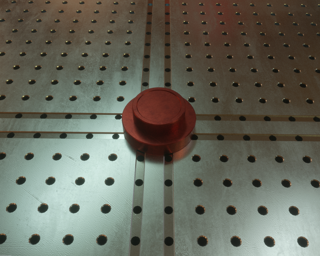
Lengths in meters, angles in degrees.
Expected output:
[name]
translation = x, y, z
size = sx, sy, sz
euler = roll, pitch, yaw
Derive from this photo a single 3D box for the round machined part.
[round machined part]
translation = -0.001, -0.016, 0.410
size = 0.099, 0.042, 0.098
euler = 0, 50, 0
